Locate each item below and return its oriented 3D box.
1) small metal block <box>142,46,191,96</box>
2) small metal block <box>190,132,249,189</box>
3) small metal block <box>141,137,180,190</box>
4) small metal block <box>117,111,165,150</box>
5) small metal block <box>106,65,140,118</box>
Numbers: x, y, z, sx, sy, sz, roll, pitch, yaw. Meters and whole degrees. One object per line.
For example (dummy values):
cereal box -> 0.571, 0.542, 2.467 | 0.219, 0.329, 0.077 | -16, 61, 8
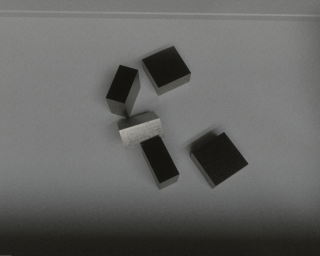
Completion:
small metal block -> 0.009, -0.081, 0.439 | 0.050, 0.025, 0.050 | -26, 72, -9
small metal block -> 0.074, 0.041, 0.395 | 0.050, 0.025, 0.050 | -31, 73, -11
small metal block -> 0.000, 0.045, 0.380 | 0.025, 0.050, 0.050 | -25, 72, -8
small metal block -> -0.025, 0.002, 0.393 | 0.050, 0.050, 0.025 | -17, 105, -6
small metal block -> -0.048, -0.047, 0.413 | 0.025, 0.050, 0.050 | 17, 71, 6
